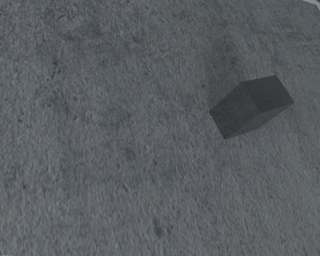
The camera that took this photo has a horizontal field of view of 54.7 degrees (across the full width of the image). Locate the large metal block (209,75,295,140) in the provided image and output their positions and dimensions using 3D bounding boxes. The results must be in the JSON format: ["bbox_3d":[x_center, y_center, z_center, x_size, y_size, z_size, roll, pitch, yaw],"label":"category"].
[{"bbox_3d":[0.135,-0.031,0.463,0.081,0.080,0.050,-15,70,-34],"label":"large metal block"}]
